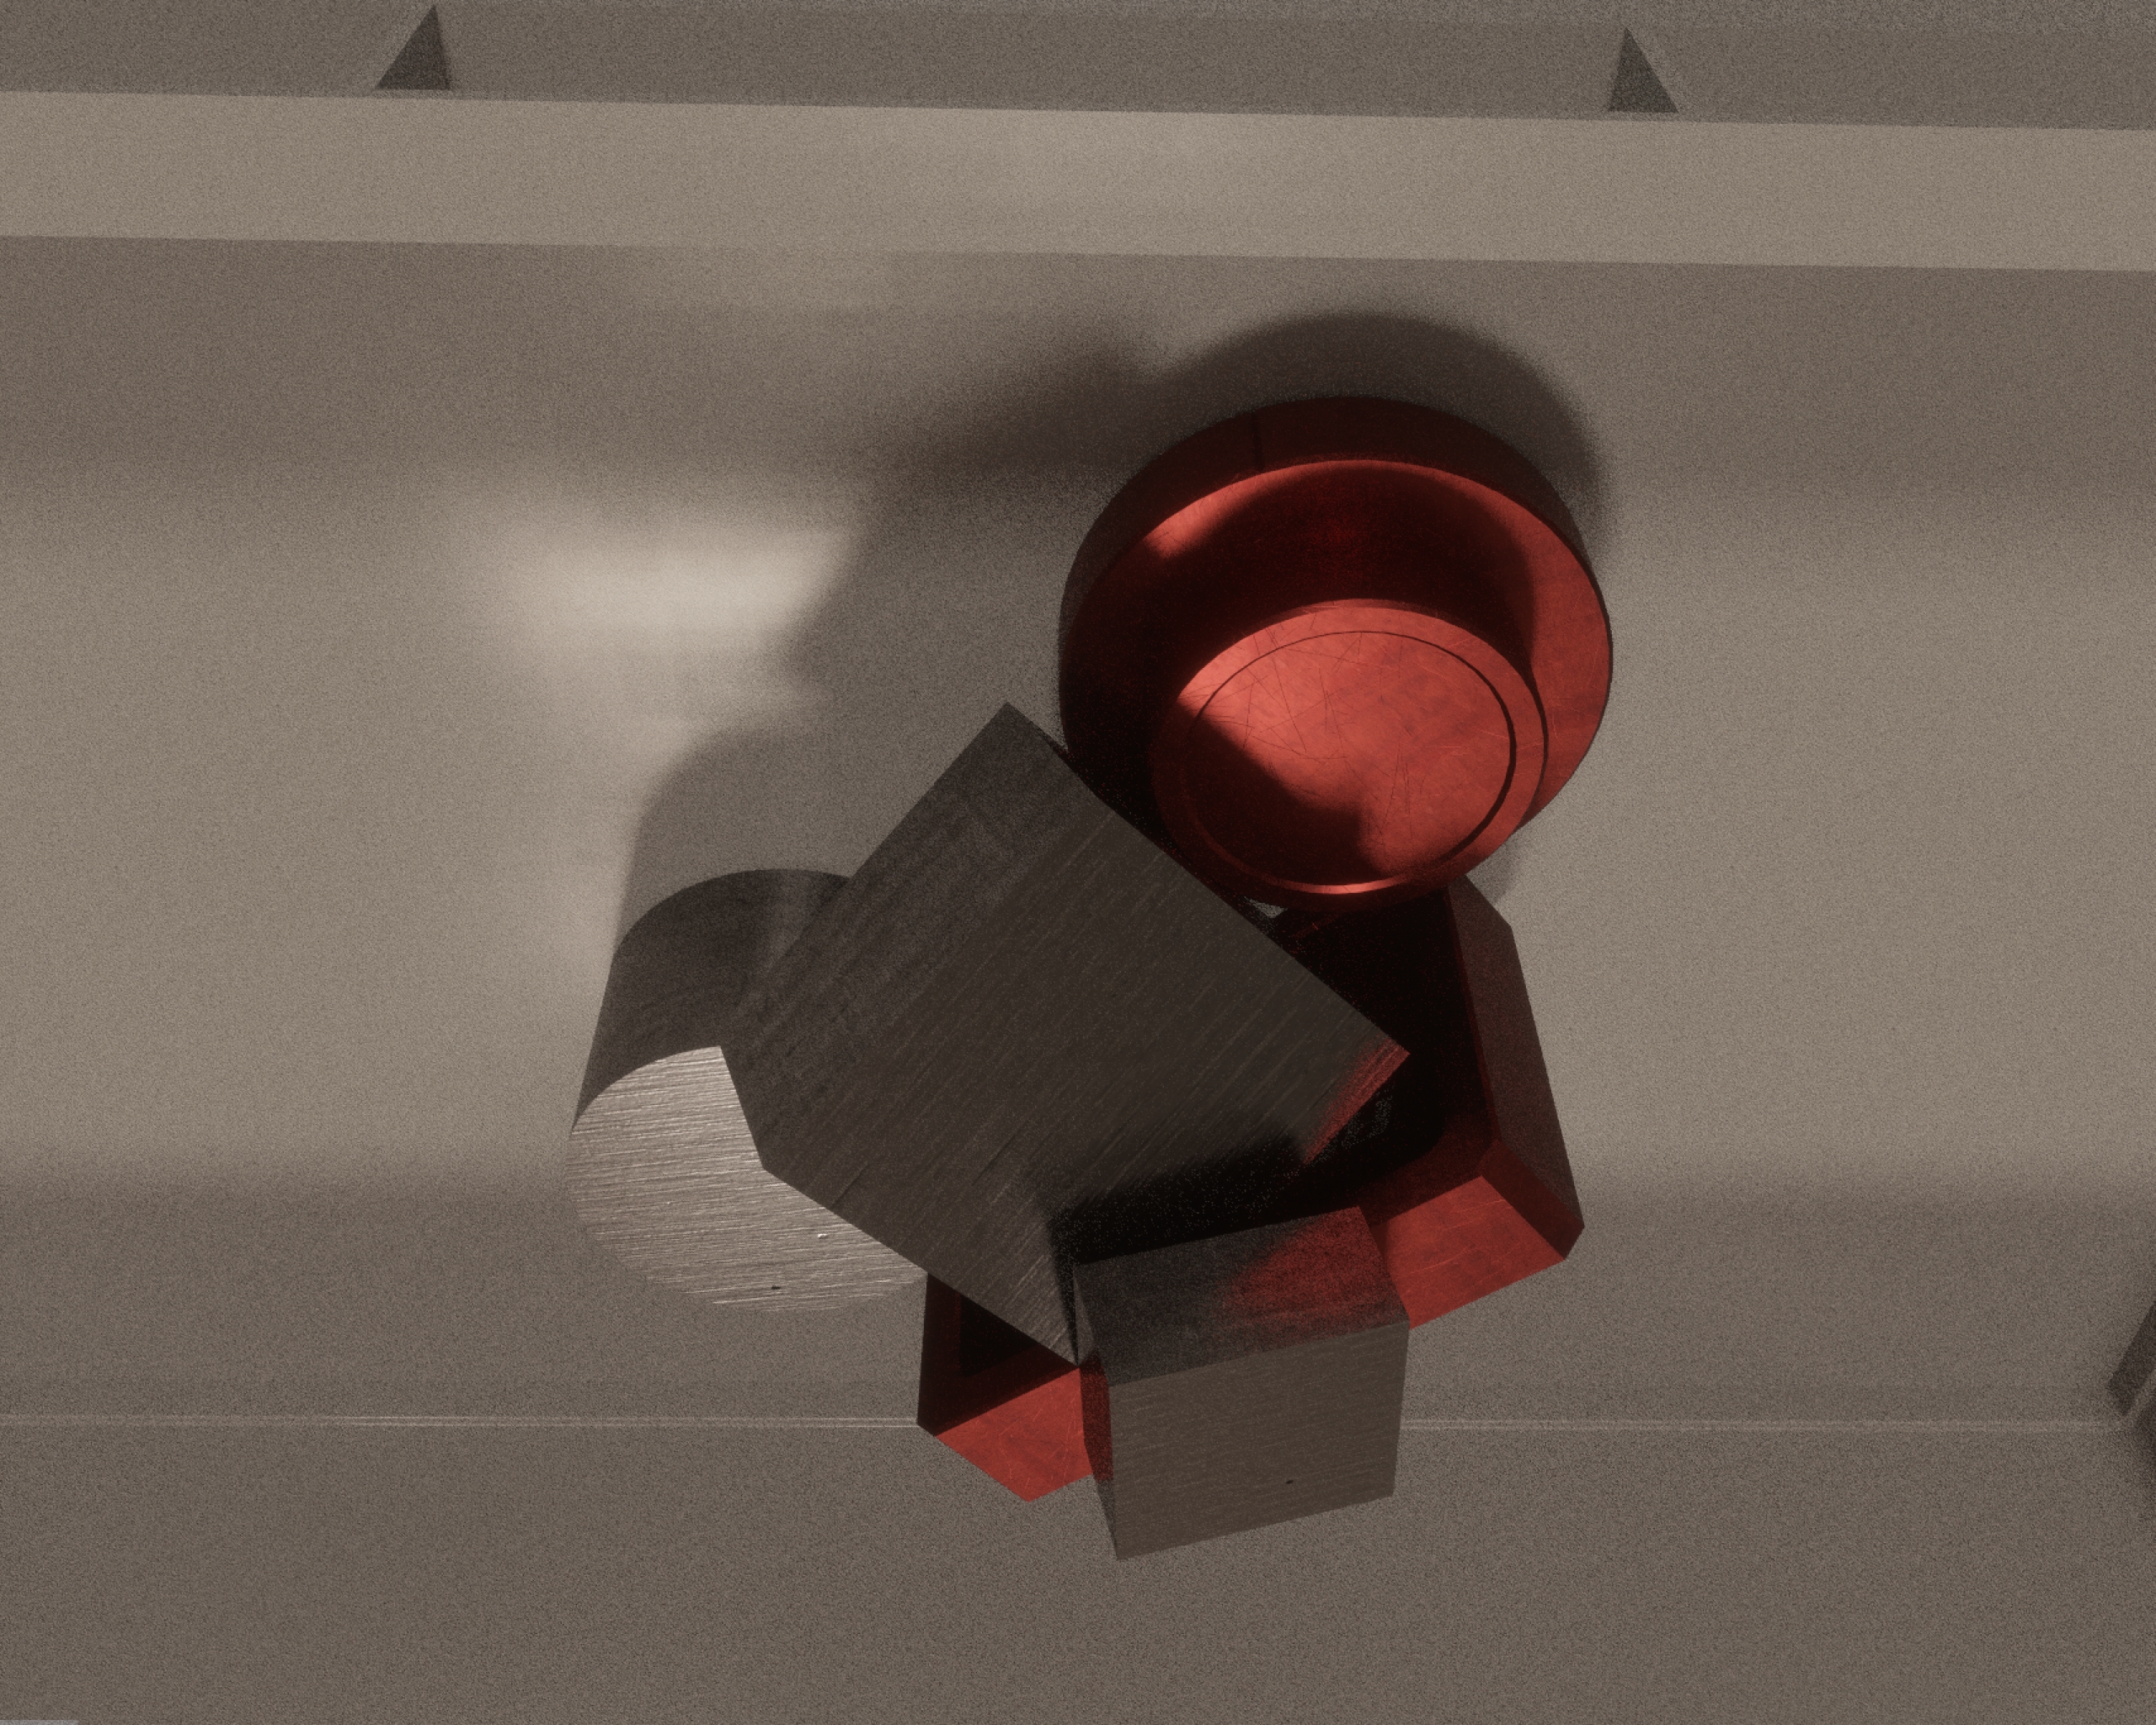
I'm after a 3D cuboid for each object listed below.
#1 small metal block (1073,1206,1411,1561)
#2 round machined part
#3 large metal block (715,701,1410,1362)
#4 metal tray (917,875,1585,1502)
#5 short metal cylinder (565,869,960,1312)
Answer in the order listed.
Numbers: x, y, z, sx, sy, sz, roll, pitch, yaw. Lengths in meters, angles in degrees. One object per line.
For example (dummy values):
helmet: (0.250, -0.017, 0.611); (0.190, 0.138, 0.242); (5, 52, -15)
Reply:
small metal block: (0.028, 0.090, 0.359); (0.050, 0.025, 0.050); (-10, 130, -9)
round machined part: (0.046, -0.029, 0.371); (0.099, 0.042, 0.097); (-1, 130, 0)
large metal block: (-0.004, 0.032, 0.371); (0.080, 0.050, 0.080); (39, 95, -28)
metal tray: (0.029, 0.061, 0.416); (0.130, 0.090, 0.030); (-31, 123, 23)
short metal cylinder: (-0.060, 0.048, 0.430); (0.081, 0.050, 0.079); (0, 130, 0)
